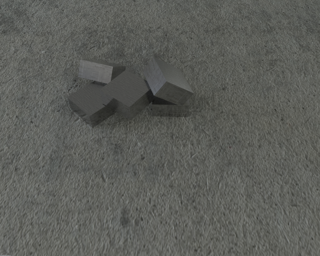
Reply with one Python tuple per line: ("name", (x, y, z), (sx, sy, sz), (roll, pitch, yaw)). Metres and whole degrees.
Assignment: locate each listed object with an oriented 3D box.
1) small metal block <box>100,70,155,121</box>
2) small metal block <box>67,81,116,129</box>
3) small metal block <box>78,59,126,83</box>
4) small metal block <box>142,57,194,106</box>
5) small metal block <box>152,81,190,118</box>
("small metal block", (-0.042, -0.044, 0.407), (0.050, 0.025, 0.050), (31, 56, 23))
("small metal block", (-0.091, -0.034, 0.432), (0.050, 0.025, 0.050), (38, 59, 27))
("small metal block", (-0.085, -0.084, 0.459), (0.050, 0.025, 0.050), (15, 15, 11))
("small metal block", (0.010, -0.061, 0.407), (0.050, 0.025, 0.050), (17, 37, -41))
("small metal block", (0.015, -0.042, 0.440), (0.050, 0.025, 0.050), (2, 50, 1))
